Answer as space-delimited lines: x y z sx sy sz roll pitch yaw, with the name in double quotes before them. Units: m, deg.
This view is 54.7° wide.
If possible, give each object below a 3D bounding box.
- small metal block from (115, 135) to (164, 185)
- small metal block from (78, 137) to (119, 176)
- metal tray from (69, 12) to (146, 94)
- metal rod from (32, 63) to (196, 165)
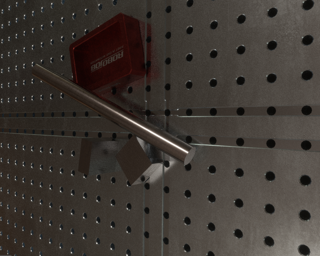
"small metal block" -0.029 0.044 0.432 0.050 0.025 0.050 -48 62 29
"small metal block" -0.092 0.042 0.467 0.025 0.050 0.050 14 99 39
"metal tray" -0.084 -0.105 0.472 0.130 0.030 0.090 -15 81 38
"metal rod" -0.082 -0.030 0.444 0.300 0.025 0.025 29 108 26
